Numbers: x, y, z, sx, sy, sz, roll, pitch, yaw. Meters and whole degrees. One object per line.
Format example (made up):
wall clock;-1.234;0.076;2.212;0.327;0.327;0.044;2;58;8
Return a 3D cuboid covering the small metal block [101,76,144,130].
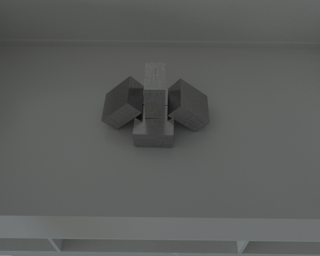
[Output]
small metal block;-0.049;-0.033;0.412;0.050;0.025;0.050;-30;41;32

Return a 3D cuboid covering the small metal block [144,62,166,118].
small metal block;-0.006;-0.047;0.393;0.025;0.050;0.050;1;50;0

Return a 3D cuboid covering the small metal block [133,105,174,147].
small metal block;-0.007;-0.003;0.405;0.050;0.025;0.050;2;50;2

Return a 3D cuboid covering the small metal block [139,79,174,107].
small metal block;-0.006;-0.042;0.437;0.050;0.025;0.050;2;50;1

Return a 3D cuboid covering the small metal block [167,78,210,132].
small metal block;0.038;-0.030;0.413;0.050;0.025;0.050;29;44;-28
